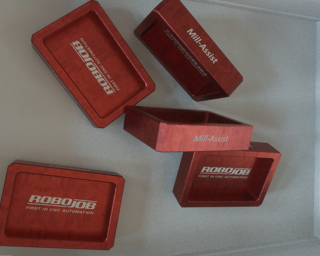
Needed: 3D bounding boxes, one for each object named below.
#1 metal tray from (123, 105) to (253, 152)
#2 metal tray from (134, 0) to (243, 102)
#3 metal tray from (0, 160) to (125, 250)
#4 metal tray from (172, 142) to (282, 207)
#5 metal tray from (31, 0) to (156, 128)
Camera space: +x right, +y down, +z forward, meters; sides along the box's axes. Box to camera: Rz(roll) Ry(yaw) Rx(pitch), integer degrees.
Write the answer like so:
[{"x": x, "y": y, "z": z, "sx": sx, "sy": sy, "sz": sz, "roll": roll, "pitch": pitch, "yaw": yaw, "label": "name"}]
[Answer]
[{"x": 0.034, "y": 0.000, "z": 0.372, "sx": 0.131, "sy": 0.090, "sz": 0.030, "roll": 1, "pitch": 104, "yaw": -32, "label": "metal tray"}, {"x": 0.032, "y": -0.092, "z": 0.387, "sx": 0.130, "sy": 0.090, "sz": 0.030, "roll": 46, "pitch": 76, "yaw": -14, "label": "metal tray"}, {"x": -0.114, "y": 0.092, "z": 0.365, "sx": 0.131, "sy": 0.030, "sz": 0.090, "roll": 11, "pitch": 86, "yaw": -20, "label": "metal tray"}, {"x": 0.091, "y": 0.063, "z": 0.423, "sx": 0.131, "sy": 0.030, "sz": 0.089, "roll": 5, "pitch": 113, "yaw": -20, "label": "metal tray"}, {"x": -0.078, "y": -0.075, "z": 0.378, "sx": 0.090, "sy": 0.030, "sz": 0.130, "roll": -39, "pitch": 103, "yaw": -16, "label": "metal tray"}]
